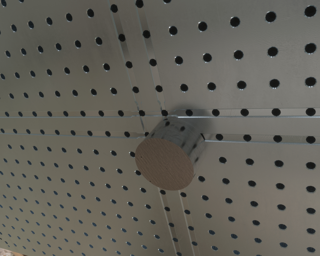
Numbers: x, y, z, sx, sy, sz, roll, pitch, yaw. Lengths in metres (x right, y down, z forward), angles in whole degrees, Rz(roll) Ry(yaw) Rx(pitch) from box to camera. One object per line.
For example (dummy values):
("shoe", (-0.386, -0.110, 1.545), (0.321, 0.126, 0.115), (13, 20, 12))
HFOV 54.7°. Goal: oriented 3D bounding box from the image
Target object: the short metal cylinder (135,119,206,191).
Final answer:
("short metal cylinder", (0.015, 0.035, 0.408), (0.080, 0.050, 0.079), (13, 124, 20))
